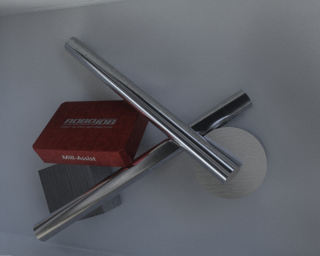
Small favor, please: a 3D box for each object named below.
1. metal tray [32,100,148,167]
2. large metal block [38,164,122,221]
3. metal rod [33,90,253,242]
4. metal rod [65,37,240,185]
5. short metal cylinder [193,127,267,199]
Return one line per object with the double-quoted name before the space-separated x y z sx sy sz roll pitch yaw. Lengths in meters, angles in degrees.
"metal tray" -0.088 0.004 0.407 0.130 0.030 0.090 0 46 21
"large metal block" -0.110 0.083 0.430 0.080 0.050 0.080 -20 84 18
"metal rod" -0.022 0.047 0.377 0.301 0.025 0.025 -33 79 2
"metal rod" -0.028 -0.037 0.387 0.300 0.025 0.025 40 103 28
"short metal cylinder" 0.084 0.038 0.365 0.080 0.050 0.079 0 90 19
